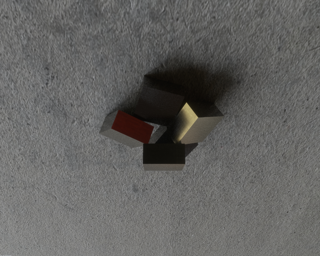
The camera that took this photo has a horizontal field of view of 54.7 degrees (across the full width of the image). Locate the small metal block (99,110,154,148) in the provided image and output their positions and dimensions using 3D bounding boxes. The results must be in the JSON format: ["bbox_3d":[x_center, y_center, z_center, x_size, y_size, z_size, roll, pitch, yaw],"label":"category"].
[{"bbox_3d":[-0.044,0.003,0.395,0.050,0.025,0.050,26,161,-22],"label":"small metal block"}]

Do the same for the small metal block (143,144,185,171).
[{"bbox_3d":[0.005,0.038,0.393,0.050,0.025,0.050,0,163,-1],"label":"small metal block"}]

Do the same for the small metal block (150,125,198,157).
[{"bbox_3d":[0.016,0.020,0.427,0.050,0.025,0.050,26,125,-21],"label":"small metal block"}]

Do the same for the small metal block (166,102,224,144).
[{"bbox_3d":[0.044,-0.006,0.390,0.050,0.025,0.050,-5,141,-43],"label":"small metal block"}]

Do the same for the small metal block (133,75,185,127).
[{"bbox_3d":[-0.003,-0.032,0.382,0.050,0.025,0.050,13,129,-12],"label":"small metal block"}]
